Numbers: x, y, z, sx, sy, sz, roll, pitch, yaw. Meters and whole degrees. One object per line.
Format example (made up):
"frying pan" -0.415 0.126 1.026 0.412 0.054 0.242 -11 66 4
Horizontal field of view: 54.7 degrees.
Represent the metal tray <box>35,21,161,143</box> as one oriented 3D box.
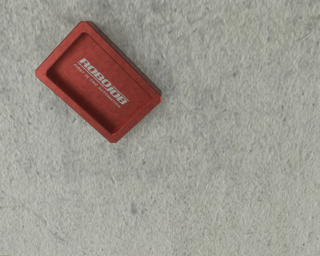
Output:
"metal tray" -0.073 -0.055 0.385 0.090 0.030 0.130 -42 105 13
